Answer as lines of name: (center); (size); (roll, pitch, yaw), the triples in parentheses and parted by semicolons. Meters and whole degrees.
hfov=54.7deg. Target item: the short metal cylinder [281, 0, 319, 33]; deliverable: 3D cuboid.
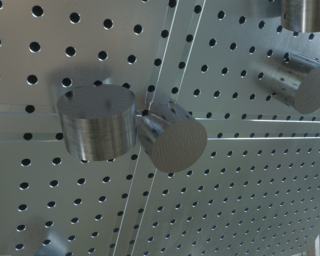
short metal cylinder: (0.193, -0.160, 0.385); (0.080, 0.080, 0.050); (-27, 128, -12)

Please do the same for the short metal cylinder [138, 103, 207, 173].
short metal cylinder: (0.015, 0.013, 0.413); (0.081, 0.050, 0.079); (-14, 125, -21)

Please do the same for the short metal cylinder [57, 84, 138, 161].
short metal cylinder: (-0.066, -0.008, 0.336); (0.081, 0.080, 0.050); (-14, 125, -21)

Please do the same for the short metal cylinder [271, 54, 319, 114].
short metal cylinder: (0.220, -0.068, 0.476); (0.081, 0.050, 0.079); (-14, 125, -21)
